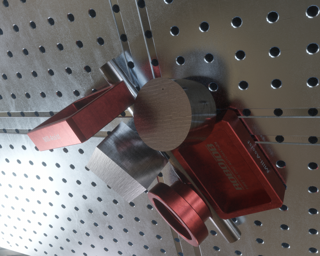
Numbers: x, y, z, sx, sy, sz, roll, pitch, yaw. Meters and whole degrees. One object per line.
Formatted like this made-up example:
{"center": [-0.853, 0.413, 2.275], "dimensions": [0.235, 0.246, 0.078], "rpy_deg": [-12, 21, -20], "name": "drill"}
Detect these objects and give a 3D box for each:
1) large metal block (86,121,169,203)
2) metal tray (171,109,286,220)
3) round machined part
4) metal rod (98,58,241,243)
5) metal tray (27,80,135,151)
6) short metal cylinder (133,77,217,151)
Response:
{"center": [-0.047, 0.049, 0.422], "dimensions": [0.080, 0.050, 0.080], "rpy_deg": [41, 147, 0], "name": "large metal block"}
{"center": [0.084, 0.051, 0.390], "dimensions": [0.090, 0.030, 0.130], "rpy_deg": [-28, 103, 37], "name": "metal tray"}
{"center": [0.031, 0.112, 0.430], "dimensions": [0.098, 0.042, 0.098], "rpy_deg": [42, 159, 21], "name": "round machined part"}
{"center": [0.019, 0.038, 0.419], "dimensions": [0.025, 0.025, 0.299], "rpy_deg": [-28, 103, 37], "name": "metal rod"}
{"center": [-0.102, -0.013, 0.392], "dimensions": [0.130, 0.090, 0.030], "rpy_deg": [-11, 115, 48], "name": "metal tray"}
{"center": [0.016, -0.016, 0.353], "dimensions": [0.080, 0.050, 0.079], "rpy_deg": [5, 97, 39], "name": "short metal cylinder"}
